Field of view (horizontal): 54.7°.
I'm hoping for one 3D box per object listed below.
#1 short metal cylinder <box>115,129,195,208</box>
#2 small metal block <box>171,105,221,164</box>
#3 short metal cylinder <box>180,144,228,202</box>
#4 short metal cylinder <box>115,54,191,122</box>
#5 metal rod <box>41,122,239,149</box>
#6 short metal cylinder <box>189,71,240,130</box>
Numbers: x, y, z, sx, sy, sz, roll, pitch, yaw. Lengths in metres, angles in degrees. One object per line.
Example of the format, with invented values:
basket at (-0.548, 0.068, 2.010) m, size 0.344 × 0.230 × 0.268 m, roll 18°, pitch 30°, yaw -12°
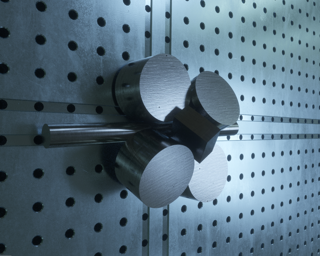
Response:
short metal cylinder at (-0.006, 0.047, 0.368) m, size 0.081 × 0.050 × 0.079 m, roll -19°, pitch 122°, yaw -33°
small metal block at (0.041, 0.008, 0.377) m, size 0.025 × 0.050 × 0.050 m, roll -40°, pitch 157°, yaw -27°
short metal cylinder at (0.049, 0.058, 0.429) m, size 0.081 × 0.050 × 0.079 m, roll 0°, pitch 90°, yaw -40°
short metal cylinder at (-0.007, -0.047, 0.382) m, size 0.081 × 0.050 × 0.079 m, roll 0°, pitch 90°, yaw -40°
metal rod at (0.002, 0.004, 0.406) m, size 0.302 × 0.025 × 0.025 m, roll -2°, pitch 92°, yaw -40°
short metal cylinder at (0.062, -0.030, 0.423) m, size 0.081 × 0.050 × 0.080 m, roll 19°, pitch 56°, yaw -31°
